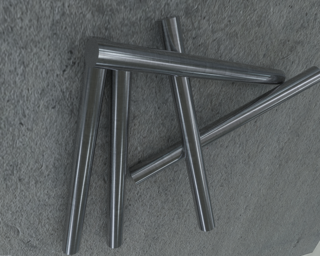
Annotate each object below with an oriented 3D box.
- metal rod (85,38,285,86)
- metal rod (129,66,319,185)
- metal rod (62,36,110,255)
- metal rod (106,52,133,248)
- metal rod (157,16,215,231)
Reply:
[{"bbox_3d":[0.058,-0.068,0.359,0.302,0.025,0.025,-3,120,-40],"label":"metal rod"},{"bbox_3d":[0.094,-0.005,0.437,0.301,0.025,0.025,-29,129,-3],"label":"metal rod"},{"bbox_3d":[-0.094,0.040,0.379,0.025,0.025,0.298,-1,119,-28],"label":"metal rod"},{"bbox_3d":[-0.055,0.046,0.404,0.025,0.025,0.298,-8,122,-24],"label":"metal rod"},{"bbox_3d":[0.039,0.012,0.399,0.025,0.025,0.298,-21,115,-16],"label":"metal rod"}]
